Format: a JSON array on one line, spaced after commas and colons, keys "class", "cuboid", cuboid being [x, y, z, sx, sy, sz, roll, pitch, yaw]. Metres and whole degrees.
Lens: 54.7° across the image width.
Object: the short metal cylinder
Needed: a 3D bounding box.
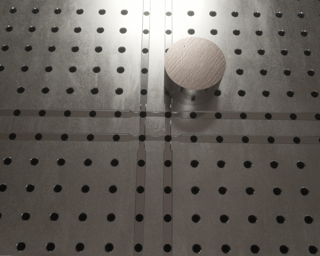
[{"class": "short metal cylinder", "cuboid": [0.046, -0.077, 0.427, 0.081, 0.050, 0.080, 0, 70, 0]}]
